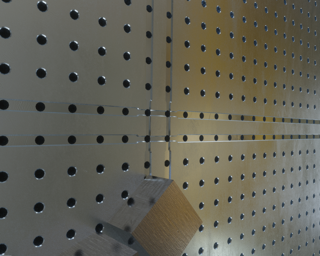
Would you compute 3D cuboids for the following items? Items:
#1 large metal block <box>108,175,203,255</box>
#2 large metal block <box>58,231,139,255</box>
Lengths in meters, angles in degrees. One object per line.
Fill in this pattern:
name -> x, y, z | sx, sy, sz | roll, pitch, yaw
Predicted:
large metal block -> -0.003, 0.119, 0.389 | 0.080, 0.050, 0.080 | -48, 118, -29
large metal block -> -0.070, 0.157, 0.314 | 0.081, 0.080, 0.050 | -25, 106, -37
